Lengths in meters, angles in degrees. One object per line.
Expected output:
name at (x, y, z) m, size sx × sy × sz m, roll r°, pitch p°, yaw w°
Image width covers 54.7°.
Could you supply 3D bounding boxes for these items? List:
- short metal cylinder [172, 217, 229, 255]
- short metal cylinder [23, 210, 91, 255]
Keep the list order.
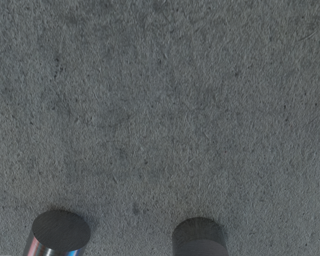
short metal cylinder at (0.059, 0.182, 0.464) m, size 0.081 × 0.050 × 0.079 m, roll 0°, pitch 110°, yaw 0°
short metal cylinder at (-0.145, 0.163, 0.439) m, size 0.080 × 0.080 × 0.050 m, roll 21°, pitch 109°, yaw -8°
